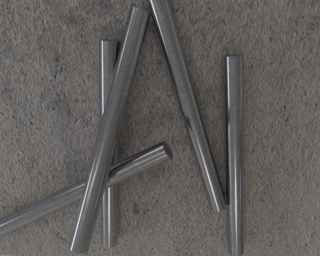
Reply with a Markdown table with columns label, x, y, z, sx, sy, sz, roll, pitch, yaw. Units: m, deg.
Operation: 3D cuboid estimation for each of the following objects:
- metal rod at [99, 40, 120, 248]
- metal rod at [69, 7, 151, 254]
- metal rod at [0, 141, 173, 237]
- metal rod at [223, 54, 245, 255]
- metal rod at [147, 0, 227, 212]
| label | x | y | z | sx | sy | sz | roll | pitch | yaw |
| --- | --- | --- | --- | --- | --- | --- | --- | --- | --- |
| metal rod | -0.068 | 0.035 | 0.421 | 0.025 | 0.025 | 0.298 | 3 | 110 | -1 |
| metal rod | -0.062 | 0.007 | 0.374 | 0.025 | 0.025 | 0.298 | 15 | 95 | -6 |
| metal rod | -0.119 | 0.090 | 0.421 | 0.300 | 0.025 | 0.025 | -26 | 108 | 17 |
| metal rod | 0.104 | 0.050 | 0.428 | 0.025 | 0.025 | 0.298 | -5 | 110 | 2 |
| metal rod | 0.041 | -0.019 | 0.402 | 0.025 | 0.025 | 0.298 | -16 | 110 | 6 |
